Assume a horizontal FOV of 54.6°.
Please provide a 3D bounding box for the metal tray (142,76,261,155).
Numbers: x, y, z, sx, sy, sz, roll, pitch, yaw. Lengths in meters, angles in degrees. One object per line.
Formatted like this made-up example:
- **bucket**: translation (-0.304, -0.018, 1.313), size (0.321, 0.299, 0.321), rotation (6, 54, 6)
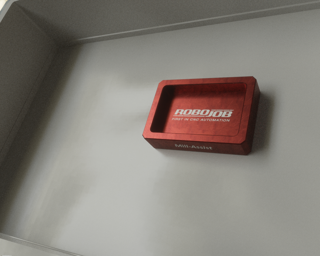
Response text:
- **metal tray**: translation (0.051, -0.017, 0.386), size (0.130, 0.030, 0.090), rotation (2, 63, 29)
